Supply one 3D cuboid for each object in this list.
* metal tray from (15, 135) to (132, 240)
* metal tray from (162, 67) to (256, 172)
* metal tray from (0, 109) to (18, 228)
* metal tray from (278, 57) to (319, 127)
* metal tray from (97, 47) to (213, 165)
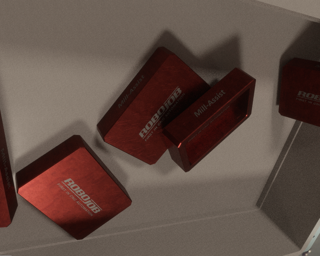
[{"bbox_3d":[-0.105,0.081,0.399,0.090,0.030,0.130,-35,129,-6],"label":"metal tray"},{"bbox_3d":[0.067,-0.008,0.407,0.130,0.030,0.090,-40,151,-12],"label":"metal tray"},{"bbox_3d":[-0.199,0.041,0.302,0.091,0.030,0.129,-1,117,-10],"label":"metal tray"},{"bbox_3d":[0.243,-0.045,0.448,0.030,0.130,0.089,-37,133,-32],"label":"metal tray"},{"bbox_3d":[-0.004,-0.024,0.390,0.090,0.030,0.130,33,100,-39],"label":"metal tray"}]
